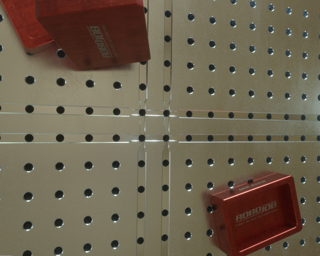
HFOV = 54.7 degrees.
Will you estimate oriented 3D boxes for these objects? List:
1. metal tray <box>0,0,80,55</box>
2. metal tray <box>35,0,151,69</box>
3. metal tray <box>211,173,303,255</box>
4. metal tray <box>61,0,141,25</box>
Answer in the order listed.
[{"bbox_3d":[-0.140,-0.163,0.357,0.091,0.030,0.129,-27,99,-18],"label":"metal tray"},{"bbox_3d":[-0.059,-0.102,0.321,0.091,0.130,0.030,-7,81,0],"label":"metal tray"},{"bbox_3d":[0.148,0.129,0.466,0.131,0.030,0.089,-14,95,-20],"label":"metal tray"},{"bbox_3d":[-0.058,-0.159,0.340,0.030,0.130,0.089,3,89,18],"label":"metal tray"}]
